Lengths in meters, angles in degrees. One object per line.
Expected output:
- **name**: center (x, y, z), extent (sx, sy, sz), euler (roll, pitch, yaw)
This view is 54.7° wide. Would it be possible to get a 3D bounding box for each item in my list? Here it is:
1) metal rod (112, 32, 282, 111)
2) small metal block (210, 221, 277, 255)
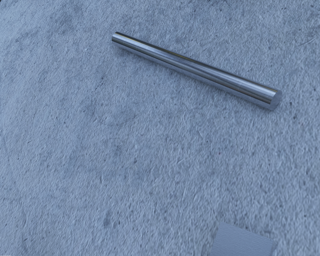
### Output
- **metal rod**: center (0.030, -0.093, 0.443), extent (0.300, 0.025, 0.025), euler (31, 79, 37)
- **small metal block**: center (0.075, 0.122, 0.289), extent (0.050, 0.025, 0.050), euler (12, 67, 32)
